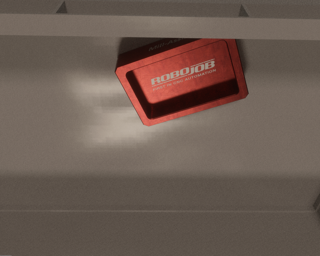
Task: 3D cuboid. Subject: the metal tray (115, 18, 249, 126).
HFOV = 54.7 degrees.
[{"bbox_3d":[0.026,-0.059,0.355,0.130,0.030,0.090,-16,129,13],"label":"metal tray"}]
